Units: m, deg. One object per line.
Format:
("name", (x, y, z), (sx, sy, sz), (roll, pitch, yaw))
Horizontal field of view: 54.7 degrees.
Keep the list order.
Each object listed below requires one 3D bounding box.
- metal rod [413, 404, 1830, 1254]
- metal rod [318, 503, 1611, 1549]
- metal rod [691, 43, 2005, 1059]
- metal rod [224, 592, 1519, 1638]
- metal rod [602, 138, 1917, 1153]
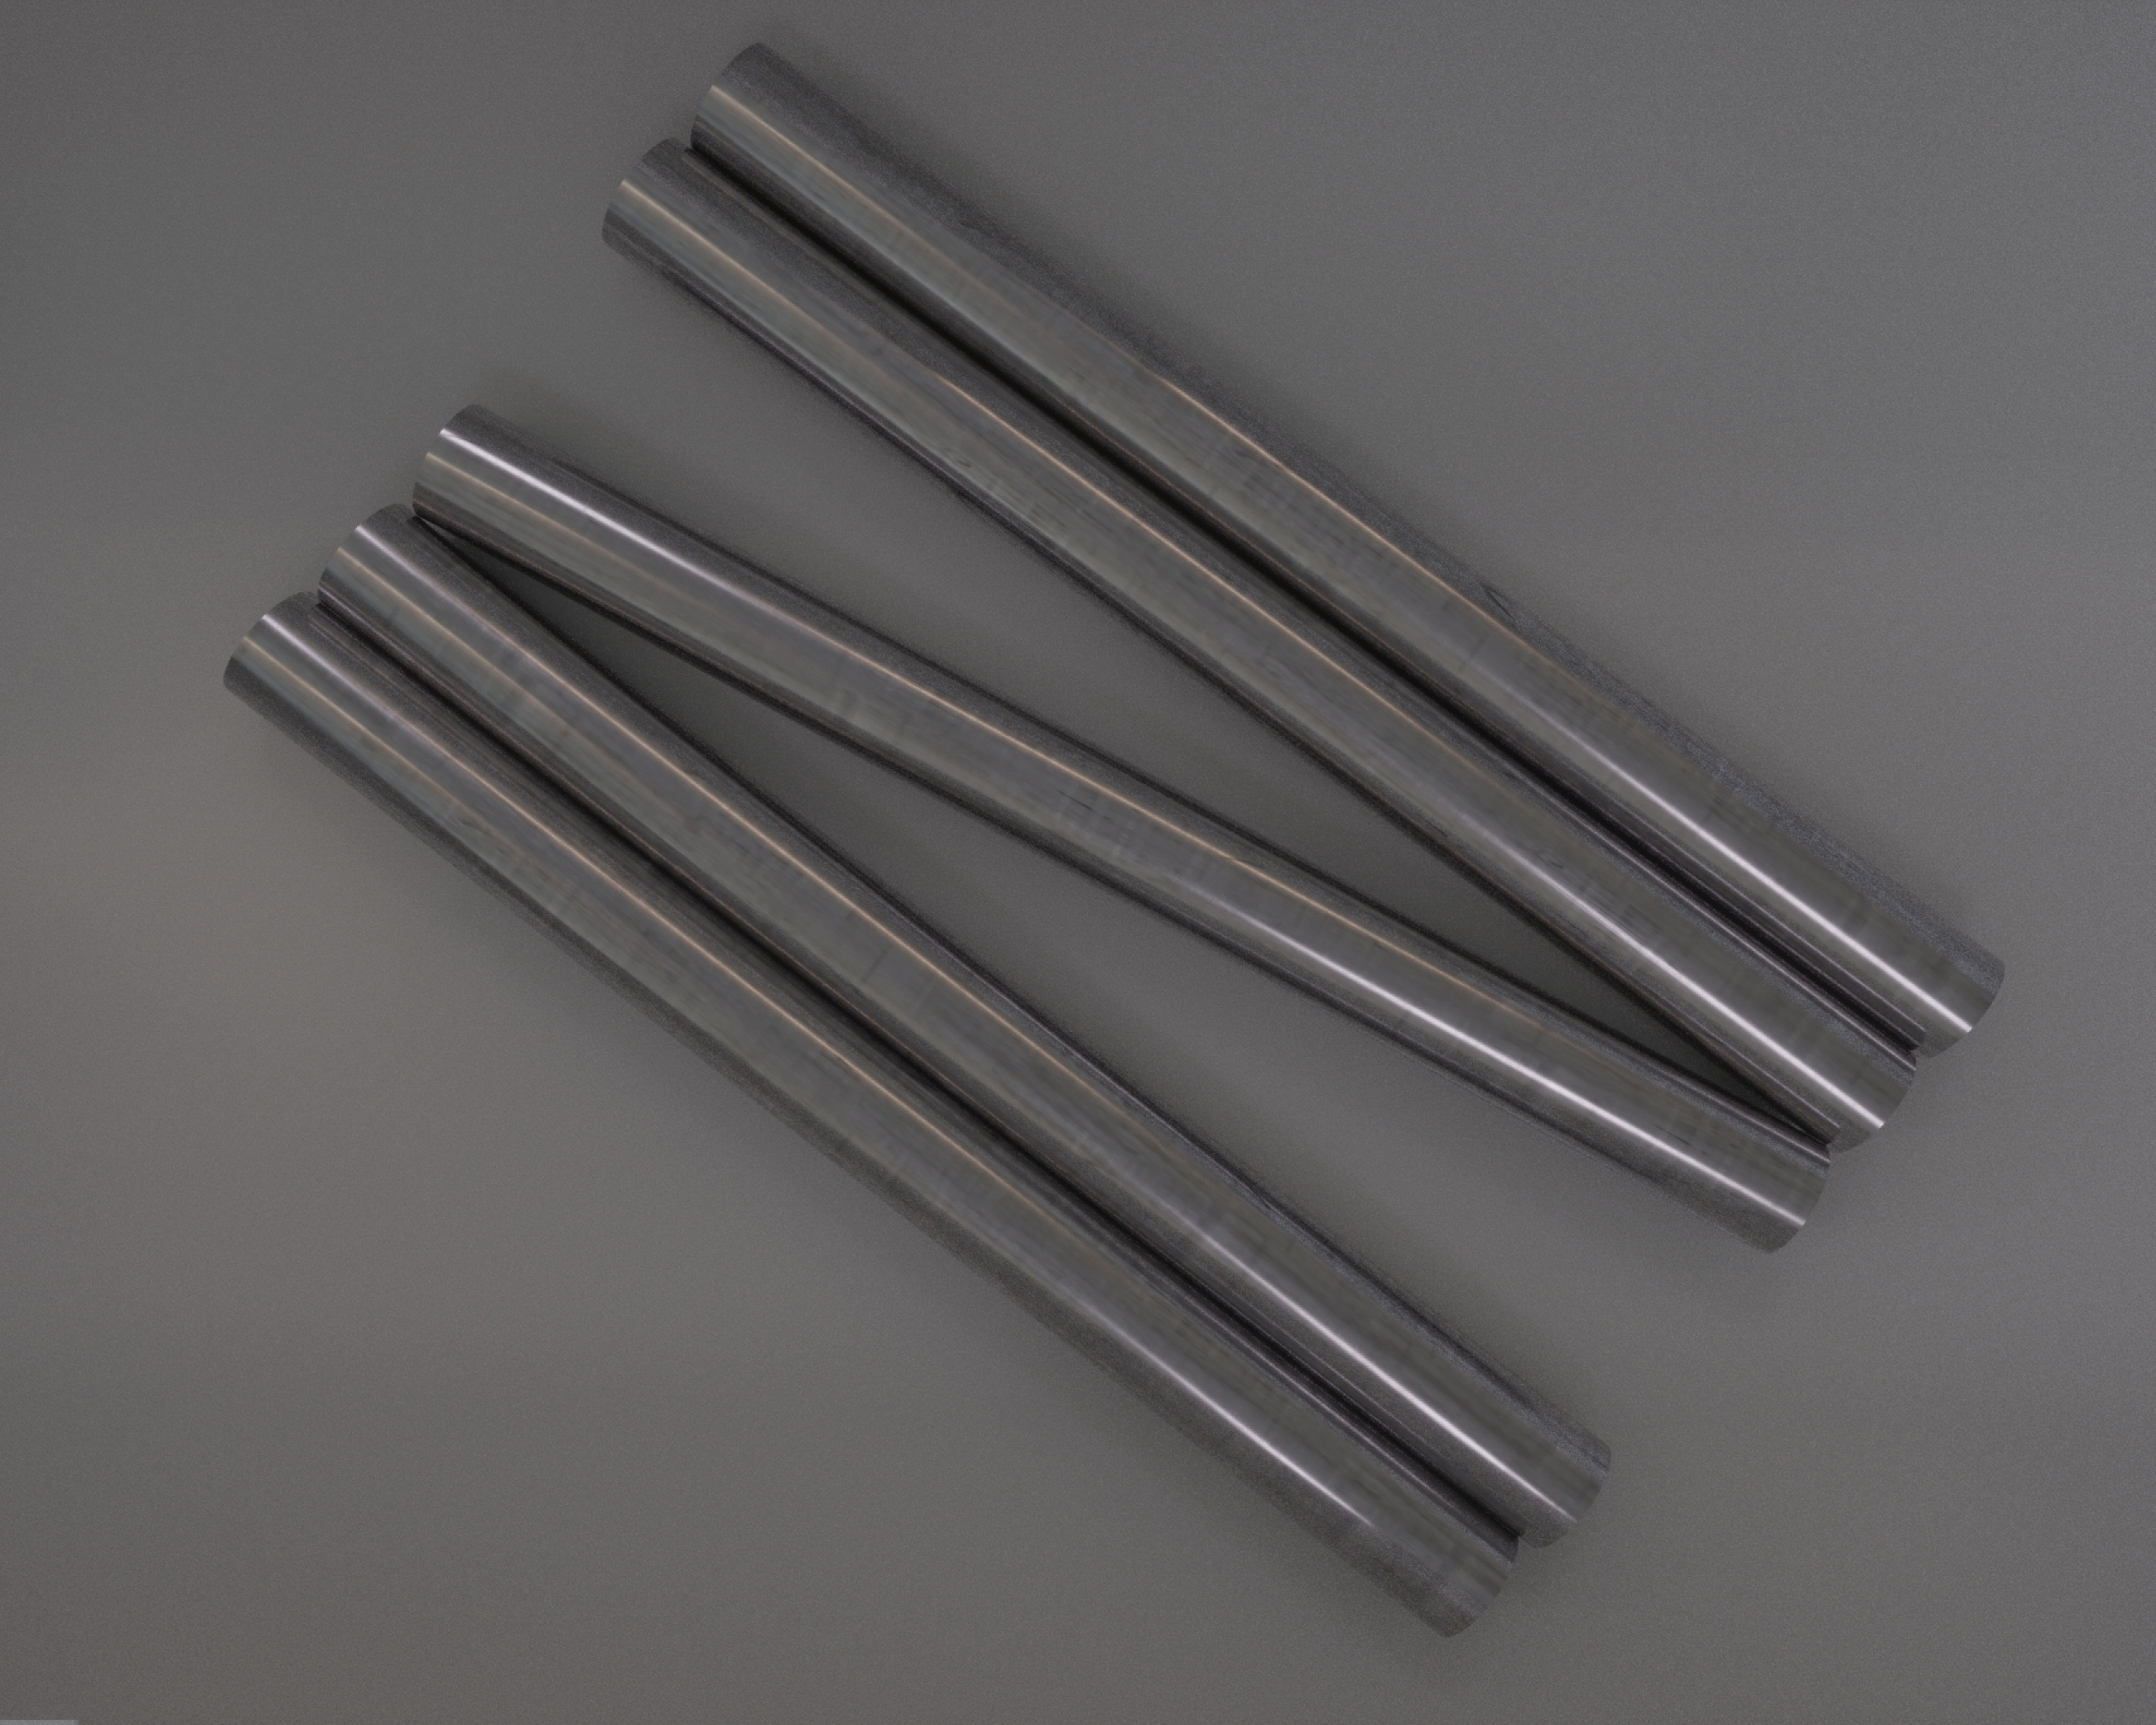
("metal rod", (0.009, -0.006, 0.410), (0.301, 0.025, 0.025), (29, 90, 0))
("metal rod", (-0.022, 0.032, 0.410), (0.300, 0.025, 0.025), (38, 90, 0))
("metal rod", (0.053, -0.061, 0.410), (0.301, 0.025, 0.025), (36, 90, 0))
("metal rod", (-0.040, 0.049, 0.410), (0.300, 0.025, 0.025), (38, 90, 0))
("metal rod", (0.036, -0.042, 0.410), (0.301, 0.025, 0.025), (36, 90, 0))
